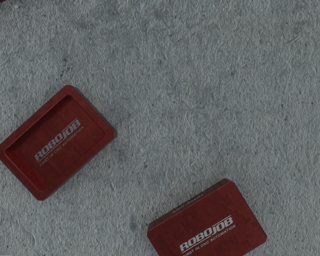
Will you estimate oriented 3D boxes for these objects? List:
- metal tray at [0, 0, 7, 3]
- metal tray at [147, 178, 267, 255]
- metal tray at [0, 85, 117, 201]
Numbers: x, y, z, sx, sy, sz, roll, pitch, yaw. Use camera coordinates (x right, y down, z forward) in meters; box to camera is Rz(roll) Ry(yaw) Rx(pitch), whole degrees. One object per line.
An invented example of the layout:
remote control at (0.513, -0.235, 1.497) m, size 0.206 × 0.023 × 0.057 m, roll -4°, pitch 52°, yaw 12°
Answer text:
metal tray at (-0.223, -0.216, 0.405) m, size 0.131 × 0.030 × 0.090 m, roll -22°, pitch 90°, yaw 0°
metal tray at (0.060, 0.138, 0.408) m, size 0.130 × 0.030 × 0.090 m, roll -31°, pitch 90°, yaw 0°
metal tray at (-0.133, 0.019, 0.406) m, size 0.130 × 0.030 × 0.090 m, roll -42°, pitch 90°, yaw 0°
